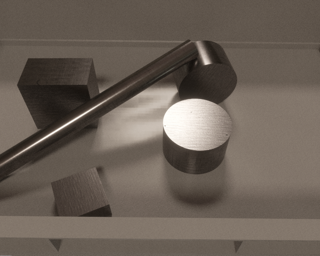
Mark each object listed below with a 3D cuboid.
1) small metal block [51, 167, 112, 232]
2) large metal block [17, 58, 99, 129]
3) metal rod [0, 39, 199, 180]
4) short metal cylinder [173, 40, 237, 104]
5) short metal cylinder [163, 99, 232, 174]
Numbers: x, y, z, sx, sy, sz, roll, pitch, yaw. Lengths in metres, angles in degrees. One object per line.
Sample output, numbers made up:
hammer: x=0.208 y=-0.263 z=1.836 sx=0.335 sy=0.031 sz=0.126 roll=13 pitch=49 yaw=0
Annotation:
small metal block: x=-0.086 y=0.077 z=0.339 sx=0.050 sy=0.025 sz=0.050 roll=-19 pitch=53 yaw=-16
large metal block: x=-0.125 y=-0.044 z=0.404 sx=0.081 sy=0.080 sz=0.050 roll=-1 pitch=50 yaw=-1
metal rod: x=-0.084 y=-0.020 z=0.372 sx=0.301 sy=0.025 sz=0.025 roll=-33 pitch=57 yaw=-8
short metal cylinder: x=0.060 y=-0.074 z=0.432 sx=0.081 sy=0.080 sz=0.050 roll=-7 pitch=51 yaw=-7
short metal cylinder: x=0.044 y=0.010 z=0.381 sx=0.081 sy=0.050 sz=0.080 roll=0 pitch=50 yaw=0
